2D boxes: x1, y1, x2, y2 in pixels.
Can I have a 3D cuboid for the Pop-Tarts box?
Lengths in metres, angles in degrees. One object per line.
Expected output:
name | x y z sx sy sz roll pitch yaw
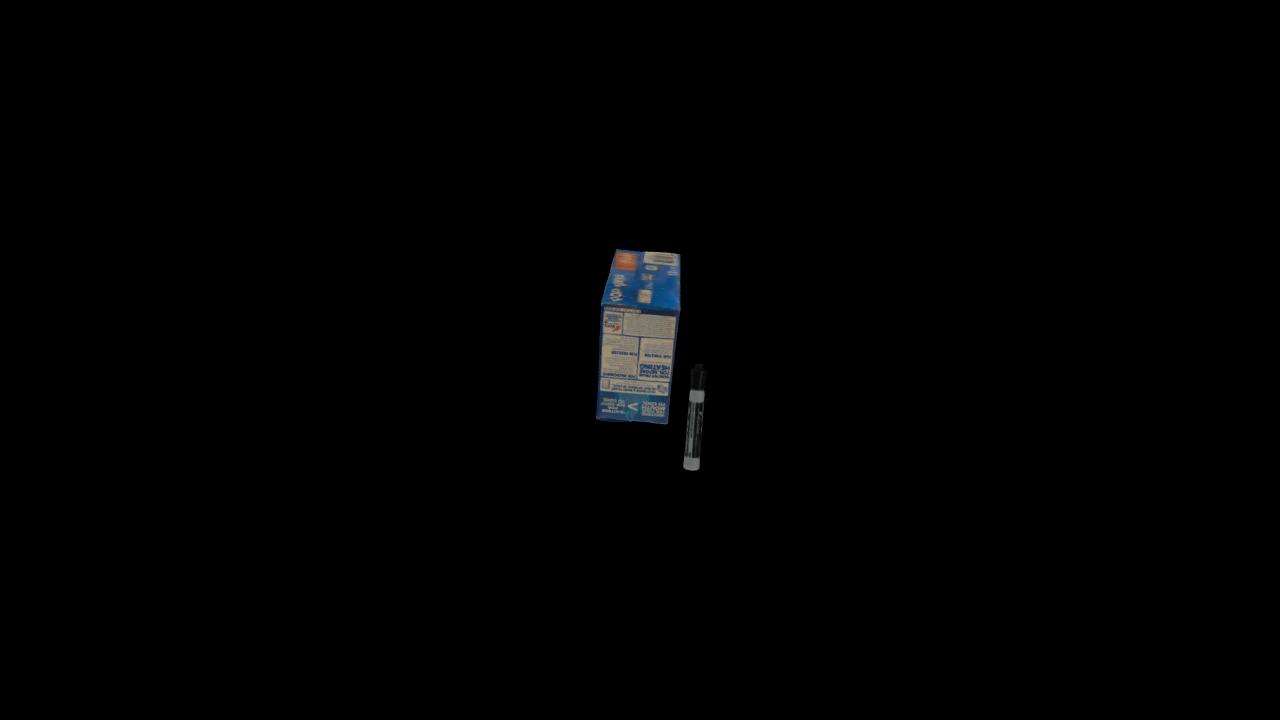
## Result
Pop-Tarts box | 0.000 -0.032 0.705 0.083 0.141 0.167 5 29 2

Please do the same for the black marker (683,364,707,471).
black marker | 0.062 0.064 0.695 0.020 0.121 0.020 3 8 -1
